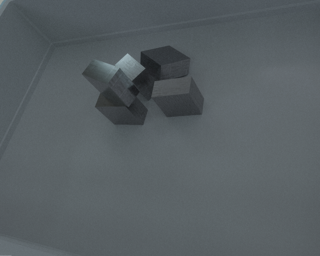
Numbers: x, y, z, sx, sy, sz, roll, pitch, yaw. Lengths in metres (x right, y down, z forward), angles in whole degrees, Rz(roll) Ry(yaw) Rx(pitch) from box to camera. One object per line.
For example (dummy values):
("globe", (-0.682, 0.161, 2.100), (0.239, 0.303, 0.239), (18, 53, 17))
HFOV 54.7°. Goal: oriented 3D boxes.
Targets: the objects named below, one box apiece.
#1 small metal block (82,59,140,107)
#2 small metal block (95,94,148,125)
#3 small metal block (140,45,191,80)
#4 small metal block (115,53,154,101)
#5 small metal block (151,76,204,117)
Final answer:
("small metal block", (-0.062, -0.057, 0.391), (0.050, 0.050, 0.025), (25, 75, 36))
("small metal block", (-0.053, -0.027, 0.433), (0.050, 0.050, 0.025), (1, 63, 28))
("small metal block", (0.007, -0.093, 0.442), (0.050, 0.025, 0.050), (-20, 44, -30))
("small metal block", (-0.032, -0.074, 0.450), (0.025, 0.050, 0.050), (-44, 51, -1))
("small metal block", (0.024, -0.039, 0.400), (0.050, 0.050, 0.025), (-4, 60, 26))
